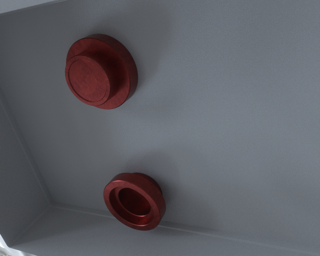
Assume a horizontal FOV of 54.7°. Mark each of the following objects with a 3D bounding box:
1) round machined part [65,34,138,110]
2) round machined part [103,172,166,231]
[{"bbox_3d":[-0.082,-0.067,0.399,0.098,0.042,0.097,13,124,21],"label":"round machined part"},{"bbox_3d":[-0.035,0.109,0.484,0.098,0.042,0.097,13,124,21],"label":"round machined part"}]
